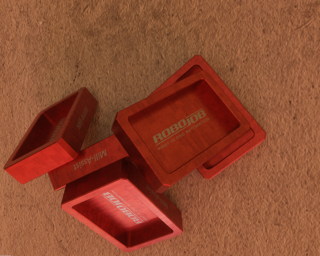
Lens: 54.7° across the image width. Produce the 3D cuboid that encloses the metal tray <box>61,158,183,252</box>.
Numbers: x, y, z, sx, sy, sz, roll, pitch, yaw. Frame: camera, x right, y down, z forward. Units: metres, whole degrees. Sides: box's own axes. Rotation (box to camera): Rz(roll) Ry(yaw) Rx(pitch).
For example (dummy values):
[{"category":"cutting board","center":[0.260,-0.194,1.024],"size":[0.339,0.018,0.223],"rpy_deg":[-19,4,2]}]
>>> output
[{"category":"metal tray","center":[-0.041,0.100,0.377],"size":[0.090,0.130,0.030],"rpy_deg":[-26,37,18]}]

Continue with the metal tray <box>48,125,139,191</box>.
[{"category":"metal tray","center":[-0.065,0.037,0.397],"size":[0.130,0.090,0.030],"rpy_deg":[-26,82,18]}]

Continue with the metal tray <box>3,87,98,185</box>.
[{"category":"metal tray","center":[-0.137,0.005,0.407],"size":[0.090,0.130,0.030],"rpy_deg":[-25,120,18]}]

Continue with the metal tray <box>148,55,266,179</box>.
[{"category":"metal tray","center":[0.056,-0.014,0.387],"size":[0.090,0.030,0.130],"rpy_deg":[-40,78,15]}]

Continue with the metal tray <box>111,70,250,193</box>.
[{"category":"metal tray","center":[0.025,-0.001,0.341],"size":[0.131,0.030,0.090],"rpy_deg":[-30,77,-28]}]
